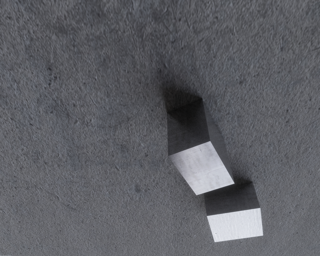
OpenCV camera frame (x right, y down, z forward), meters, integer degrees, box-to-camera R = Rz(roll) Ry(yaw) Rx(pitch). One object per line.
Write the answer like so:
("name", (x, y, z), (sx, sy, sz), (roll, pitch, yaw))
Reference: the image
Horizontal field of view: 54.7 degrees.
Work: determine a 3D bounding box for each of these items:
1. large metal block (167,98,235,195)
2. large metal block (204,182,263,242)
("large metal block", (0.050, 0.024, 0.392), (0.050, 0.080, 0.080), (-22, 127, 17))
("large metal block", (0.121, 0.140, 0.511), (0.080, 0.050, 0.080), (-12, 129, 9))
